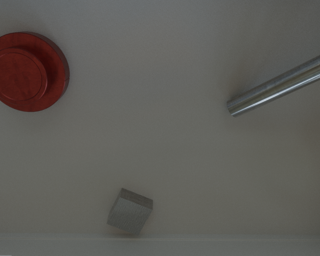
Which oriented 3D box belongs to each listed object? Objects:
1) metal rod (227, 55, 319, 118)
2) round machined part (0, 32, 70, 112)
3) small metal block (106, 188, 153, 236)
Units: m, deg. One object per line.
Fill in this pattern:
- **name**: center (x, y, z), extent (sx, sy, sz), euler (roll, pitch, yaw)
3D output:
- **metal rod**: center (0.199, -0.079, 0.313), extent (0.299, 0.025, 0.025), euler (-27, 111, 38)
- **round machined part**: center (-0.165, -0.065, 0.376), extent (0.099, 0.042, 0.097), euler (0, 110, -1)
- **small metal block**: center (-0.044, 0.123, 0.456), extent (0.050, 0.025, 0.050), euler (24, 108, -9)
